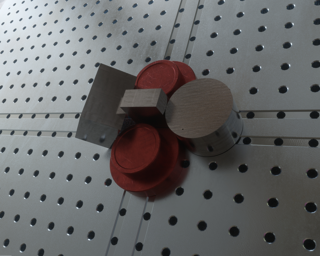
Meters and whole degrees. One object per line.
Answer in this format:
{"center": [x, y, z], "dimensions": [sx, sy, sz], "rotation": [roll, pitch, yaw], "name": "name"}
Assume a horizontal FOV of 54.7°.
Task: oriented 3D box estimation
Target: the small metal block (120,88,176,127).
{"center": [-0.013, -0.024, 0.385], "dimensions": [0.050, 0.050, 0.025], "rotation": [1, 63, 29], "name": "small metal block"}

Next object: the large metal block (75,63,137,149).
{"center": [-0.075, -0.027, 0.422], "dimensions": [0.050, 0.080, 0.080], "rotation": [20, 65, -12], "name": "large metal block"}

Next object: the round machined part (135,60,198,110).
{"center": [0.003, -0.056, 0.430], "dimensions": [0.098, 0.042, 0.098], "rotation": [-13, 56, 21], "name": "round machined part"}

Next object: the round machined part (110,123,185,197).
{"center": [-0.022, 0.033, 0.389], "dimensions": [0.098, 0.042, 0.098], "rotation": [-13, 56, 21], "name": "round machined part"}

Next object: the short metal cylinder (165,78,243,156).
{"center": [0.053, -0.012, 0.371], "dimensions": [0.080, 0.050, 0.080], "rotation": [-13, 56, 21], "name": "short metal cylinder"}
